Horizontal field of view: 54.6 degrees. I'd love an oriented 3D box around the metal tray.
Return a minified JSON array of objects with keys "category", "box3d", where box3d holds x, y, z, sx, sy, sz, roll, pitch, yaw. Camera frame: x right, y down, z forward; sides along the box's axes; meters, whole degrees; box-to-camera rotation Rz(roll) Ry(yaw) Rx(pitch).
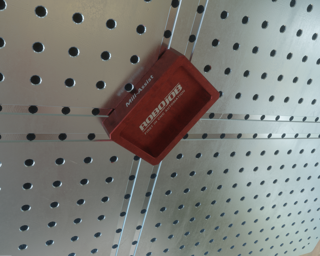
[{"category":"metal tray","box3d":[0.004,-0.023,0.394,0.130,0.030,0.090,-48,129,5]}]
